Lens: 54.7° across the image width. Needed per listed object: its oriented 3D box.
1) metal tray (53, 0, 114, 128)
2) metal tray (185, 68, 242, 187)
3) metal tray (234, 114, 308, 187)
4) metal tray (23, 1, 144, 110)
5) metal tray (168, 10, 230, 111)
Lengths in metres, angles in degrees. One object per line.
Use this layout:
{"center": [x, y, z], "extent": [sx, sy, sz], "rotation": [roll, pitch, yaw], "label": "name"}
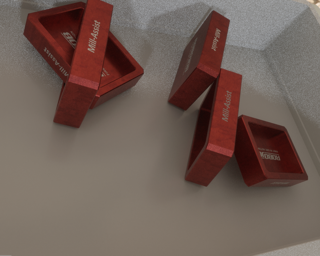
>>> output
{"center": [-0.089, -0.076, 0.362], "extent": [0.030, 0.090, 0.130], "rotation": [16, 55, -21], "label": "metal tray"}
{"center": [0.069, -0.002, 0.398], "extent": [0.030, 0.089, 0.130], "rotation": [18, 54, -2], "label": "metal tray"}
{"center": [0.153, 0.035, 0.439], "extent": [0.131, 0.030, 0.090], "rotation": [10, 56, -43], "label": "metal tray"}
{"center": [-0.094, -0.096, 0.394], "extent": [0.130, 0.030, 0.091], "rotation": [49, 48, 3], "label": "metal tray"}
{"center": [0.058, -0.099, 0.455], "extent": [0.030, 0.090, 0.130], "rotation": [27, 52, -12], "label": "metal tray"}
